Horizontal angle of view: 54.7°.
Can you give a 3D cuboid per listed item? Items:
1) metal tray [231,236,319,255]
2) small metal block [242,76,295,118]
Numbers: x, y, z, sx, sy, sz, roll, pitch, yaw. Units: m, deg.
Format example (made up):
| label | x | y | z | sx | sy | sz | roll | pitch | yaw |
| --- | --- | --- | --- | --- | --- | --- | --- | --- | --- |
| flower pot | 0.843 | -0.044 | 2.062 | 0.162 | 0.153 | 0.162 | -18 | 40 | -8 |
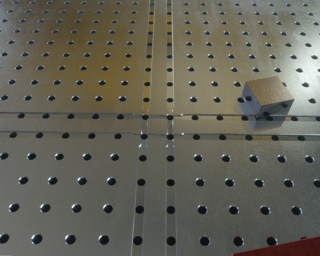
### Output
| label | x | y | z | sx | sy | sz | roll | pitch | yaw |
| --- | --- | --- | --- | --- | --- | --- | --- | --- | --- |
| metal tray | 0.135 | 0.151 | 0.278 | 0.131 | 0.030 | 0.090 | -8 | 51 | -7 |
| small metal block | 0.155 | -0.046 | 0.447 | 0.050 | 0.025 | 0.050 | -11 | 51 | -10 |
